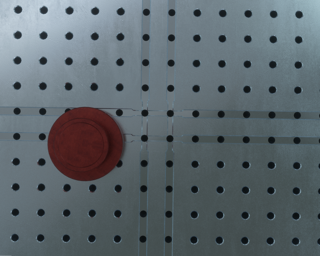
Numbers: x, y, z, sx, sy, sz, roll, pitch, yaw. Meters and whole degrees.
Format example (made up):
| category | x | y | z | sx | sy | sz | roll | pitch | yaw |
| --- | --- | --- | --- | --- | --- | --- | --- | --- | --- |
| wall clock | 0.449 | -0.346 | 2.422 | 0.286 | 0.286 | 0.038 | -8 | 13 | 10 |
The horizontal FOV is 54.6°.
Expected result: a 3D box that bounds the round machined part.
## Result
| category | x | y | z | sx | sy | sz | roll | pitch | yaw |
| --- | --- | --- | --- | --- | --- | --- | --- | --- | --- |
| round machined part | -0.098 | 0.021 | 0.404 | 0.099 | 0.042 | 0.097 | 0 | 90 | 0 |
